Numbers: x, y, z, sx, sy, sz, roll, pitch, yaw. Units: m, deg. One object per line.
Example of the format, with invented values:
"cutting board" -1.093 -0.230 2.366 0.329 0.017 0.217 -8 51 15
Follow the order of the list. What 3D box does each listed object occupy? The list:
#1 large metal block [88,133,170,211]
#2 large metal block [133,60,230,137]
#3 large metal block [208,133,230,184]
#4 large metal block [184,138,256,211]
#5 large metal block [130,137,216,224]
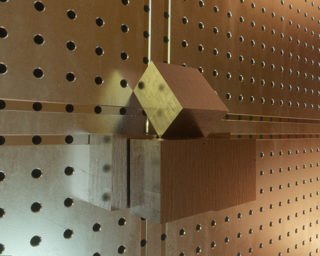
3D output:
"large metal block" -0.035 0.047 0.366 0.081 0.050 0.079 2 89 -40
"large metal block" 0.026 -0.034 0.390 0.081 0.050 0.080 0 48 -40
"large metal block" 0.055 0.047 0.441 0.081 0.050 0.079 -1 91 -40
"large metal block" 0.077 0.053 0.392 0.081 0.050 0.079 0 90 -40
"large metal block" 0.015 0.051 0.339 0.081 0.050 0.079 0 90 -40
